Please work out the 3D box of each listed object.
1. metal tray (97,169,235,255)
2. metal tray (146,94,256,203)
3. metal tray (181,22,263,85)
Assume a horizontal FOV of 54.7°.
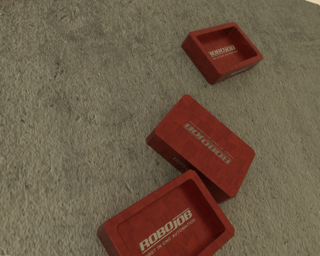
[{"bbox_3d":[0.011,0.112,0.337,0.131,0.030,0.090,-25,75,-37],"label":"metal tray"},{"bbox_3d":[0.058,0.026,0.416,0.130,0.030,0.090,40,51,-1],"label":"metal tray"},{"bbox_3d":[0.111,-0.134,0.541,0.131,0.030,0.090,-26,76,-37],"label":"metal tray"}]
